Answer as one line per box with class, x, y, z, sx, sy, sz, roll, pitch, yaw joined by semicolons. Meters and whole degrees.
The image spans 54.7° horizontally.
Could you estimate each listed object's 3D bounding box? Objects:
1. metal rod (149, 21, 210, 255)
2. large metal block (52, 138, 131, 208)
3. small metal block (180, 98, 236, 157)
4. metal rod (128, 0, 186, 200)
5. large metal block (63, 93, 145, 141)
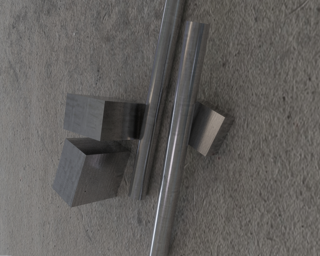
metal rod;0.018;0.033;0.361;0.025;0.025;0.298;23;114;37
large metal block;-0.099;0.060;0.451;0.050;0.081;0.079;31;109;36
small metal block;0.052;-0.002;0.363;0.050;0.025;0.050;36;112;34
metal rod;-0.003;-0.049;0.407;0.025;0.025;0.298;19;102;38
large metal block;-0.074;-0.016;0.430;0.080;0.081;0.050;14;99;39
